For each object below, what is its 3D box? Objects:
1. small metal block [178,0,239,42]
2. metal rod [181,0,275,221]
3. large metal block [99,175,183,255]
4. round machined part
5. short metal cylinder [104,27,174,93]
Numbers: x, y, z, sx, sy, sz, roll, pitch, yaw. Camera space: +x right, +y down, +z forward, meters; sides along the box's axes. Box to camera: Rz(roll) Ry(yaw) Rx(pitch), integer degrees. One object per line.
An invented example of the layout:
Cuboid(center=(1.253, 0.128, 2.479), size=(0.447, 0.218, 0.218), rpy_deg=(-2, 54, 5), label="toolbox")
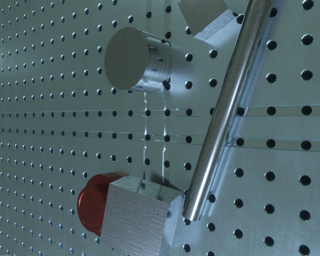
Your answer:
Cuboid(center=(0.055, -0.139, 0.362), size=(0.050, 0.025, 0.050), rpy_deg=(-33, 70, 34), label="small metal block")
Cuboid(center=(0.078, -0.034, 0.344), size=(0.025, 0.025, 0.298), rpy_deg=(26, 106, 37), label="metal rod")
Cuboid(center=(-0.024, 0.114, 0.396), size=(0.080, 0.050, 0.079), rpy_deg=(14, 99, 21), label="large metal block")
Cuboid(center=(-0.088, 0.119, 0.468), size=(0.098, 0.042, 0.097), rpy_deg=(0, 90, 39), label="round machined part")
Cuboid(center=(-0.029, -0.089, 0.415), size=(0.080, 0.050, 0.079), rpy_deg=(0, 90, 39), label="short metal cylinder")
